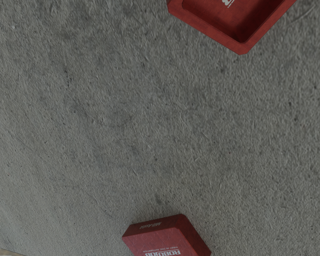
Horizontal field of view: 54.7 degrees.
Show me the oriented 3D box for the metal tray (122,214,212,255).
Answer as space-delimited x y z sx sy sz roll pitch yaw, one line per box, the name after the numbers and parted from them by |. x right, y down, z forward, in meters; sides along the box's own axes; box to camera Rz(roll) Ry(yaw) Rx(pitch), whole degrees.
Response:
0.008 0.198 0.522 0.130 0.030 0.090 -25 105 36 | metal tray

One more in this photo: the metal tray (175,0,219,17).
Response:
0.038 -0.177 0.274 0.090 0.030 0.129 35 129 4 | metal tray

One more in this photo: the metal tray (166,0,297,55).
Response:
0.075 -0.132 0.249 0.091 0.030 0.129 23 129 -25 | metal tray
